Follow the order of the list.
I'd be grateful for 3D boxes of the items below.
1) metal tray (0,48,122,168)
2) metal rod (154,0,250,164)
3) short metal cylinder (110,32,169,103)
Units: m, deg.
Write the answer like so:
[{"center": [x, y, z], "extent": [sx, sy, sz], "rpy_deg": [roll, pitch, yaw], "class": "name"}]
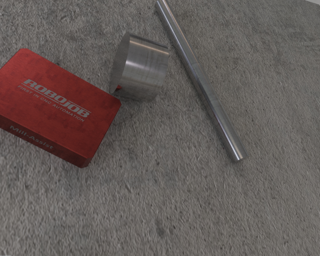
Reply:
[{"center": [-0.120, -0.023, 0.350], "extent": [0.131, 0.030, 0.090], "rpy_deg": [29, 52, -10], "class": "metal tray"}, {"center": [0.059, -0.085, 0.486], "extent": [0.025, 0.025, 0.299], "rpy_deg": [-11, 67, -33], "class": "metal rod"}, {"center": [-0.029, -0.077, 0.400], "extent": [0.050, 0.080, 0.080], "rpy_deg": [13, 56, -21], "class": "short metal cylinder"}]
